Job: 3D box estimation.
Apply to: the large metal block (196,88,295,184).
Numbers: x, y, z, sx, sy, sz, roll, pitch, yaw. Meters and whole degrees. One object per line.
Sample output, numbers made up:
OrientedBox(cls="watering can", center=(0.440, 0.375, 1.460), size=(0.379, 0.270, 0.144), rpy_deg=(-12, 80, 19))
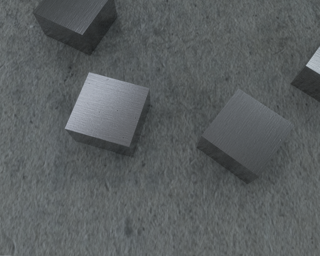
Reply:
OrientedBox(cls="large metal block", center=(0.105, 0.011, 0.392), size=(0.080, 0.050, 0.080), rpy_deg=(36, 74, 12))

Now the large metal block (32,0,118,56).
OrientedBox(cls="large metal block", center=(-0.121, -0.166, 0.454), size=(0.080, 0.050, 0.080), rpy_deg=(26, 72, 9))

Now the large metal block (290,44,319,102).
OrientedBox(cls="large metal block", center=(0.245, -0.079, 0.427), size=(0.080, 0.050, 0.080), rpy_deg=(36, 74, 12))

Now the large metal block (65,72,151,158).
OrientedBox(cls="large metal block", center=(-0.063, -0.016, 0.400), size=(0.080, 0.050, 0.080), rpy_deg=(16, 71, 5))
